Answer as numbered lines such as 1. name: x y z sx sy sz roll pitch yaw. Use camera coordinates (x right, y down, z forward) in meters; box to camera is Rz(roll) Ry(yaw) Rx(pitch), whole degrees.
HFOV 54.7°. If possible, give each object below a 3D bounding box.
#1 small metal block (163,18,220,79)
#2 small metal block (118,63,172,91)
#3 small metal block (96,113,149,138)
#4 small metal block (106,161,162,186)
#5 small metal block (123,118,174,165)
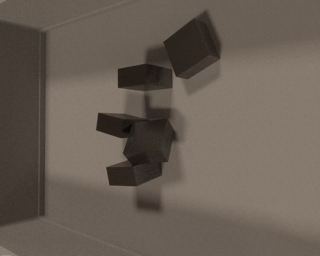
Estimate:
1. small metal block: 0.038 -0.094 0.374 0.050 0.025 0.050 -29 72 36
2. small metal block: -0.019 -0.065 0.404 0.050 0.050 0.025 -1 90 39
3. small metal block: -0.052 -0.004 0.431 0.050 0.050 0.025 15 99 39
4. small metal block: -0.034 0.058 0.415 0.050 0.050 0.025 -7 94 39
5. small metal block: -0.013 0.017 0.392 0.050 0.025 0.050 -7 46 24
